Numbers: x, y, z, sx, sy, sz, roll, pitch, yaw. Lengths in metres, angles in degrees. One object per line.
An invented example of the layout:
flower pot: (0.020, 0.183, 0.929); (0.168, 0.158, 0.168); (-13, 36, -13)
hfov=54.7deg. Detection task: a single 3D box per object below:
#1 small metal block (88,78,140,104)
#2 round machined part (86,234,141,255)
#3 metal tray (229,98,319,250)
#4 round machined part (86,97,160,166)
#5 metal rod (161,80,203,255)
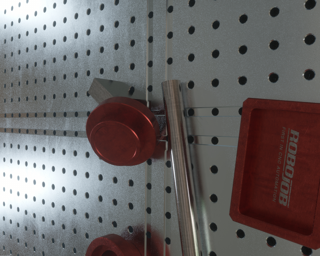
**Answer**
small metal block: (-0.067, -0.047, 0.448); (0.050, 0.050, 0.025); (44, 117, 31)
round machined part: (-0.062, 0.203, 0.450); (0.098, 0.042, 0.097); (0, 90, 40)
metal tray: (0.122, 0.039, 0.304); (0.090, 0.030, 0.129); (10, 96, 39)
round machined part: (-0.052, 0.011, 0.410); (0.098, 0.042, 0.097); (6, 120, 11)
metal rod: (0.032, 0.089, 0.383); (0.025, 0.025, 0.298); (-11, 83, 39)
